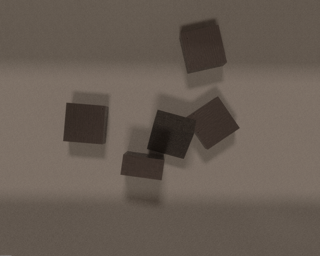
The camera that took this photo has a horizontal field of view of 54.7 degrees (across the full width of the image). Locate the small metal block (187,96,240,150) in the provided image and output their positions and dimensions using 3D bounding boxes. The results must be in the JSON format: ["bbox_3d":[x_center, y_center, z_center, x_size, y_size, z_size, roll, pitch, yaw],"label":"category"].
[{"bbox_3d":[0.068,-0.007,0.412,0.050,0.025,0.050,-34,91,-1],"label":"small metal block"}]

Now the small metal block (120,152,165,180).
[{"bbox_3d":[-0.021,0.047,0.399,0.050,0.050,0.025,8,90,-1],"label":"small metal block"}]

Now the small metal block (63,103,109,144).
[{"bbox_3d":[-0.097,-0.006,0.410,0.050,0.025,0.050,5,90,-1],"label":"small metal block"}]

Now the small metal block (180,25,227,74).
[{"bbox_3d":[0.057,-0.104,0.412,0.050,0.025,0.050,-13,90,-1],"label":"small metal block"}]

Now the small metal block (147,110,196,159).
[{"bbox_3d":[0.014,0.009,0.398,0.050,0.050,0.025,15,45,-1],"label":"small metal block"}]
